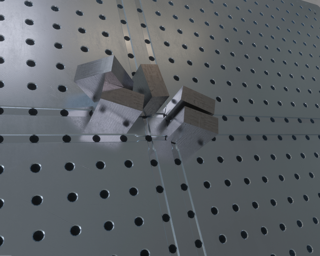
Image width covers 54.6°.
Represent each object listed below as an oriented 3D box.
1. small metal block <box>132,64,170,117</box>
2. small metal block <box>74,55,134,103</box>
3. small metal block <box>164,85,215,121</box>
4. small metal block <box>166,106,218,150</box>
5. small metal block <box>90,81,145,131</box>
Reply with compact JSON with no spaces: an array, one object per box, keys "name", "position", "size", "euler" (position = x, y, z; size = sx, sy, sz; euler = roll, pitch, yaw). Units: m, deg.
[{"name":"small metal block","position":[-0.017,-0.049,0.413],"size":[0.025,0.050,0.050],"euler":[-6,65,-31]},{"name":"small metal block","position":[-0.067,-0.057,0.377],"size":[0.050,0.050,0.025],"euler":[53,32,-51]},{"name":"small metal block","position":[0.041,-0.026,0.429],"size":[0.050,0.050,0.025],"euler":[22,54,-15]},{"name":"small metal block","position":[0.043,0.002,0.414],"size":[0.050,0.050,0.025],"euler":[18,55,-18]},{"name":"small metal block","position":[-0.053,-0.025,0.379],"size":[0.050,0.050,0.025],"euler":[17,55,-19]}]
